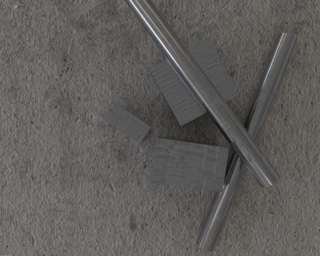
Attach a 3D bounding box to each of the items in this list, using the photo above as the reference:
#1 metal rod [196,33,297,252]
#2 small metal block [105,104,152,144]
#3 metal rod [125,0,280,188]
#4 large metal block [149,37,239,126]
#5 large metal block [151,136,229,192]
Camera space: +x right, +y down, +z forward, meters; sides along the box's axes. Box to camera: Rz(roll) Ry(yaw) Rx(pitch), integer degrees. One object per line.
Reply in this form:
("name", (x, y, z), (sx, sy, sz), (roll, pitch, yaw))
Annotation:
("metal rod", (0.115, 0.018, 0.411), (0.025, 0.025, 0.299), (22, 90, 0))
("small metal block", (-0.038, -0.005, 0.397), (0.050, 0.050, 0.025), (35, 90, 0))
("metal rod", (0.040, -0.059, 0.360), (0.025, 0.025, 0.299), (-36, 90, 0))
("large metal block", (0.041, -0.056, 0.398), (0.080, 0.050, 0.080), (-29, 90, 0))
("large metal block", (0.033, 0.041, 0.383), (0.080, 0.080, 0.050), (8, 90, 0))
